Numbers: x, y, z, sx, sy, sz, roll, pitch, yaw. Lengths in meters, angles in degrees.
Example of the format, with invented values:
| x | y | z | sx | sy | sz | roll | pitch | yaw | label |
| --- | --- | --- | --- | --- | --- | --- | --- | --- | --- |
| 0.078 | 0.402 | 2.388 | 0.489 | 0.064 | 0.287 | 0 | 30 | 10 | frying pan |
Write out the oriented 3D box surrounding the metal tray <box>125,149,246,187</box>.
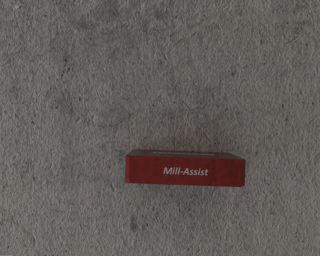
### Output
| x | y | z | sx | sy | sz | roll | pitch | yaw | label |
| --- | --- | --- | --- | --- | --- | --- | --- | --- | --- |
| 0.028 | 0.046 | 0.377 | 0.131 | 0.090 | 0.030 | 2 | 90 | 0 | metal tray |
